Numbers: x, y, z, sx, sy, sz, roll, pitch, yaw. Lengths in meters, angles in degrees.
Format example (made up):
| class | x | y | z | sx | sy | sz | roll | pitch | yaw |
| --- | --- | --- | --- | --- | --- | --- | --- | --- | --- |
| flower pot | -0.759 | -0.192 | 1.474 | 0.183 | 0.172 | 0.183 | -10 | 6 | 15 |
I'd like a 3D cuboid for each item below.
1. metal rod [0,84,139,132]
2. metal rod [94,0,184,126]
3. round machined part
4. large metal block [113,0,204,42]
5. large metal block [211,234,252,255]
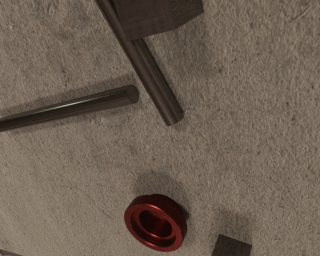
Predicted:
| class | x | y | z | sx | sy | sz | roll | pitch | yaw |
| --- | --- | --- | --- | --- | --- | --- | --- | --- | --- |
| metal rod | -0.161 | -0.024 | 0.474 | 0.300 | 0.025 | 0.025 | -9 | 114 | 31 |
| metal rod | -0.053 | -0.134 | 0.350 | 0.025 | 0.025 | 0.299 | -19 | 109 | 35 |
| round machined part | -0.003 | 0.142 | 0.484 | 0.098 | 0.042 | 0.097 | 13 | 124 | 20 |
| large metal block | -0.004 | -0.135 | 0.289 | 0.050 | 0.080 | 0.080 | -4 | 116 | 30 |
| large metal block | 0.096 | 0.220 | 0.456 | 0.050 | 0.080 | 0.079 | 14 | 124 | 20 |
